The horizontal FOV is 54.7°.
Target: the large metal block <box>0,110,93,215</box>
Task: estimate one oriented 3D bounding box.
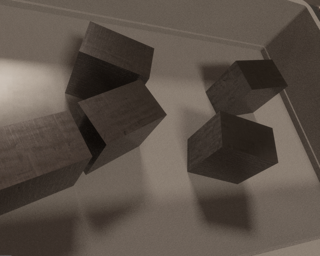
[{"bbox_3d":[-0.119,0.034,0.286,0.081,0.080,0.050,-19,72,-36],"label":"large metal block"}]

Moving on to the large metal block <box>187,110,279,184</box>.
[{"bbox_3d":[0.091,0.029,0.404,0.081,0.080,0.050,16,55,-19],"label":"large metal block"}]

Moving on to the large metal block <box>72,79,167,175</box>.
[{"bbox_3d":[-0.052,-0.001,0.344,0.081,0.080,0.050,-28,78,-38],"label":"large metal block"}]

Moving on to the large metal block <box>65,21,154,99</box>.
[{"bbox_3d":[-0.063,-0.070,0.380,0.081,0.080,0.050,19,54,-18],"label":"large metal block"}]

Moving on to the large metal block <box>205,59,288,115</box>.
[{"bbox_3d":[0.133,-0.061,0.481,0.081,0.080,0.050,-10,67,-33],"label":"large metal block"}]
